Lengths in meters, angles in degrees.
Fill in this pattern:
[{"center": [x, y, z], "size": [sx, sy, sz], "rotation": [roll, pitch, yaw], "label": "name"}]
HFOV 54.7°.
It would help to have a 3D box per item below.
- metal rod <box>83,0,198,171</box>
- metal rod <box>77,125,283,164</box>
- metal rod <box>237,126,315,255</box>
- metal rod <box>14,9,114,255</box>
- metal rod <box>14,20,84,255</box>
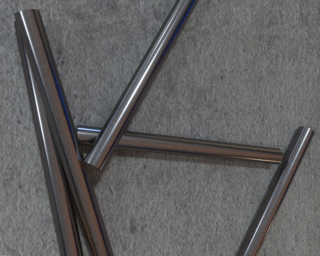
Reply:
[{"center": [-0.009, -0.084, 0.390], "size": [0.025, 0.025, 0.300], "rotation": [33, 73, -18], "label": "metal rod"}, {"center": [0.040, 0.026, 0.424], "size": [0.302, 0.025, 0.025], "rotation": [7, 88, -20], "label": "metal rod"}, {"center": [0.162, 0.131, 0.471], "size": [0.025, 0.025, 0.300], "rotation": [33, 79, -17], "label": "metal rod"}, {"center": [-0.103, 0.022, 0.352], "size": [0.025, 0.025, 0.298], "rotation": [-18, 103, -19], "label": "metal rod"}, {"center": [-0.127, 0.026, 0.362], "size": [0.025, 0.025, 0.298], "rotation": [-11, 94, -20], "label": "metal rod"}]
